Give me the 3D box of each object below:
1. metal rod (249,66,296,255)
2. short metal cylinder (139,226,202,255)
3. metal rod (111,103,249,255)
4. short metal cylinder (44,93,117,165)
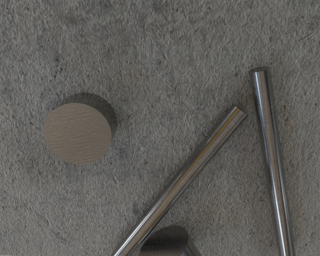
[{"bbox_3d":[0.161,0.063,0.434,0.025,0.025,0.298,-14,110,5],"label":"metal rod"},{"bbox_3d":[0.016,0.190,0.451,0.080,0.080,0.050,-26,108,9],"label":"short metal cylinder"},{"bbox_3d":[0.019,0.091,0.443,0.025,0.025,0.299,33,107,-12],"label":"metal rod"},{"bbox_3d":[-0.099,0.000,0.395,0.081,0.050,0.079,0,110,0],"label":"short metal cylinder"}]
